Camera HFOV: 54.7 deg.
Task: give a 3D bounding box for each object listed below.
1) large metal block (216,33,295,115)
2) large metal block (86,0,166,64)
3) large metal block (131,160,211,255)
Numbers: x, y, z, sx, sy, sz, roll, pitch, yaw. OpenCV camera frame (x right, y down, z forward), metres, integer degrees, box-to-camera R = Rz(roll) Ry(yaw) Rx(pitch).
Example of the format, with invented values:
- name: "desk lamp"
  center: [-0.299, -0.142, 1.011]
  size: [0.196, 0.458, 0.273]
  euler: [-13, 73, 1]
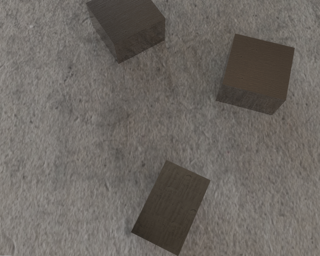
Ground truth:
- name: "large metal block"
  center: [0.128, -0.072, 0.423]
  size: [0.080, 0.050, 0.080]
  euler: [15, 71, 5]
- name: "large metal block"
  center: [-0.048, -0.154, 0.450]
  size: [0.080, 0.050, 0.080]
  euler: [-30, 73, -11]
- name: "large metal block"
  center: [0.012, 0.091, 0.346]
  size: [0.050, 0.080, 0.080]
  euler: [24, 72, 8]
